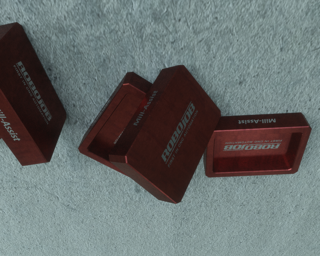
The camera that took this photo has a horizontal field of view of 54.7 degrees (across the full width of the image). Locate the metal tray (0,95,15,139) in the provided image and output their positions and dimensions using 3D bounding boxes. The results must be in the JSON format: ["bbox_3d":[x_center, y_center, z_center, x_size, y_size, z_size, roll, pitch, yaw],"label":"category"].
[{"bbox_3d":[-0.235,-0.039,0.368,0.090,0.030,0.130,-33,123,25],"label":"metal tray"}]

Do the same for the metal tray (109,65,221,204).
[{"bbox_3d":[0.012,0.006,0.347,0.030,0.130,0.090,-2,141,48],"label":"metal tray"}]

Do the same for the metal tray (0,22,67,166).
[{"bbox_3d":[-0.149,-0.034,0.333,0.030,0.090,0.129,-9,130,8],"label":"metal tray"}]

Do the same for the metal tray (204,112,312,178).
[{"bbox_3d":[0.128,0.025,0.426,0.131,0.030,0.089,-3,130,2],"label":"metal tray"}]

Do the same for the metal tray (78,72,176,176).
[{"bbox_3d":[-0.036,0.002,0.399,0.090,0.030,0.129,30,124,-17],"label":"metal tray"}]
